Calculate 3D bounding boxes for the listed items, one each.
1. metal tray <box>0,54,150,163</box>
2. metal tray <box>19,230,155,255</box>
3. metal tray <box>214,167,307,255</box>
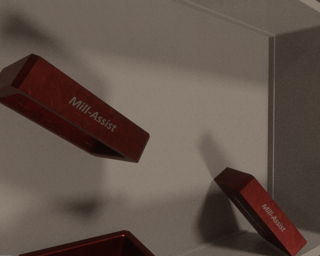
[{"bbox_3d":[-0.084,-0.012,0.294,0.130,0.090,0.030,37,67,-34],"label":"metal tray"},{"bbox_3d":[-0.065,0.150,0.308,0.131,0.090,0.030,1,105,-40],"label":"metal tray"},{"bbox_3d":[0.146,0.121,0.462,0.030,0.090,0.130,-41,97,-8],"label":"metal tray"}]
